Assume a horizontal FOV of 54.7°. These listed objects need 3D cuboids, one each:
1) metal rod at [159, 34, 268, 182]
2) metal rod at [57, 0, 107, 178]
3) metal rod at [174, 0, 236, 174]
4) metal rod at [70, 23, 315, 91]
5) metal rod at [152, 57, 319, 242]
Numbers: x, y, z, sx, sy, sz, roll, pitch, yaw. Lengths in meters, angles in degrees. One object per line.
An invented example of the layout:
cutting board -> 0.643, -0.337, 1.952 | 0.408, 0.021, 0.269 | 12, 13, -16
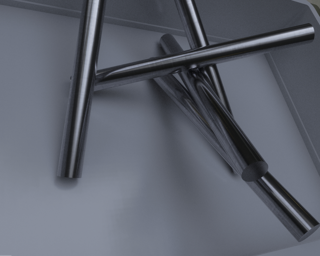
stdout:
metal rod -> 0.047, -0.051, 0.384 | 0.025, 0.025, 0.300 | 9, 33, -23
metal rod -> -0.078, -0.096, 0.341 | 0.025, 0.025, 0.298 | 9, 83, -24
metal rod -> 0.064, -0.080, 0.414 | 0.025, 0.025, 0.299 | -26, 99, -37
metal rod -> 0.041, -0.086, 0.386 | 0.302, 0.025, 0.025 | -13, 65, -1
metal rod -> 0.060, 0.000, 0.366 | 0.025, 0.025, 0.300 | -9, 44, -32
